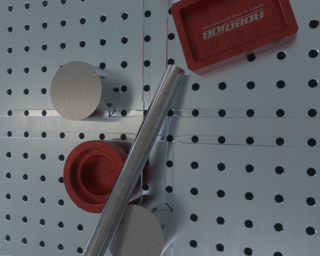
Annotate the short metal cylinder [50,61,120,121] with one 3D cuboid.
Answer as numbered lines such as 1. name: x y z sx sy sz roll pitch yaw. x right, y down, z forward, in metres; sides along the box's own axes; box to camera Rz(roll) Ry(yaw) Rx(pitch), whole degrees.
1. short metal cylinder: -0.105 -0.050 0.436 0.080 0.050 0.080 0 90 20

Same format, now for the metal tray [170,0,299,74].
1. metal tray: 0.088 -0.130 0.378 0.130 0.030 0.090 -17 84 19

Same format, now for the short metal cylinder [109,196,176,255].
1. short metal cylinder: -0.024 0.135 0.408 0.080 0.050 0.080 0 90 20

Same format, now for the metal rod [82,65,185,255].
1. metal rod: -0.038 0.059 0.384 0.025 0.025 0.299 21 81 19

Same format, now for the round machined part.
1. round machined part: -0.081 0.065 0.432 0.098 0.042 0.097 0 90 20
